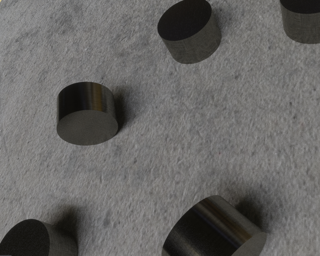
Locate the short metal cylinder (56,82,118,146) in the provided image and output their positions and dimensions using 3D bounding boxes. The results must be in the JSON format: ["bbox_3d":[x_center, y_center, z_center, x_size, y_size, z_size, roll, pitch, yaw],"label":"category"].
[{"bbox_3d":[-0.101,-0.018,0.431,0.080,0.080,0.050,-23,54,14],"label":"short metal cylinder"}]

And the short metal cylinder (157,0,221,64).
[{"bbox_3d":[0.043,-0.140,0.450,0.080,0.050,0.080,-13,56,20],"label":"short metal cylinder"}]

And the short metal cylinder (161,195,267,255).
[{"bbox_3d":[0.048,0.108,0.276,0.080,0.080,0.050,-48,52,-6],"label":"short metal cylinder"}]

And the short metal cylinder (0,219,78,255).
[{"bbox_3d":[-0.146,0.154,0.368,0.080,0.050,0.080,-13,56,20],"label":"short metal cylinder"}]

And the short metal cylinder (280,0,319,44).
[{"bbox_3d":[0.192,-0.151,0.380,0.080,0.050,0.080,-13,56,20],"label":"short metal cylinder"}]
